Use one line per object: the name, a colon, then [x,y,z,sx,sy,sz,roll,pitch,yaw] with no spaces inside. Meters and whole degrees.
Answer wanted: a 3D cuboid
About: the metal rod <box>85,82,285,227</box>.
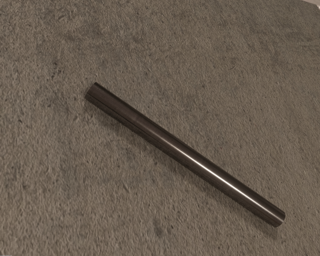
metal rod: [0.037,0.038,0.402,0.301,0.025,0.025,35,51,-6]
